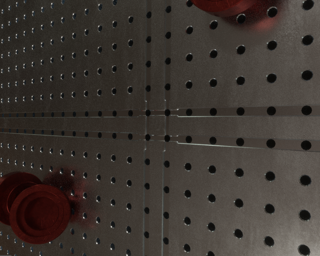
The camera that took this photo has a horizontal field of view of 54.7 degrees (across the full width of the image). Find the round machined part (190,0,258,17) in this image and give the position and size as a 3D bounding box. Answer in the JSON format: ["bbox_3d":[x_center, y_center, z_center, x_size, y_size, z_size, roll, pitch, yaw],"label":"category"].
[{"bbox_3d":[0.078,-0.169,0.333,0.098,0.042,0.097,0,90,39],"label":"round machined part"}]

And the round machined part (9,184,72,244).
[{"bbox_3d":[-0.204,0.148,0.540,0.042,0.099,0.098,122,136,-75],"label":"round machined part"}]

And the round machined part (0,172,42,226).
[{"bbox_3d":[-0.256,0.131,0.569,0.042,0.099,0.097,0,90,40],"label":"round machined part"}]
